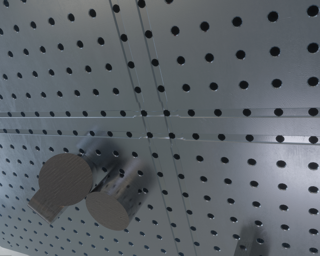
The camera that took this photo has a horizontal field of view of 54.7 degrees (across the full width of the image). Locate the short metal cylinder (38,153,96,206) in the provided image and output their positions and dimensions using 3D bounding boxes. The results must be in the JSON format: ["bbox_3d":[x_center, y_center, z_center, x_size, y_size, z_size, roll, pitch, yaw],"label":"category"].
[{"bbox_3d":[-0.144,0.079,0.494,0.081,0.050,0.080,0,86,-4],"label":"short metal cylinder"}]

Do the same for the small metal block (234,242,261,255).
[{"bbox_3d":[0.130,0.205,0.453,0.025,0.050,0.050,-21,108,36],"label":"small metal block"}]

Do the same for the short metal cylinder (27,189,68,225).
[{"bbox_3d":[-0.185,0.124,0.550,0.050,0.080,0.080,40,129,1],"label":"short metal cylinder"}]

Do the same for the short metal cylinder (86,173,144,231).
[{"bbox_3d":[-0.073,0.120,0.508,0.080,0.050,0.079,13,124,21],"label":"short metal cylinder"}]
